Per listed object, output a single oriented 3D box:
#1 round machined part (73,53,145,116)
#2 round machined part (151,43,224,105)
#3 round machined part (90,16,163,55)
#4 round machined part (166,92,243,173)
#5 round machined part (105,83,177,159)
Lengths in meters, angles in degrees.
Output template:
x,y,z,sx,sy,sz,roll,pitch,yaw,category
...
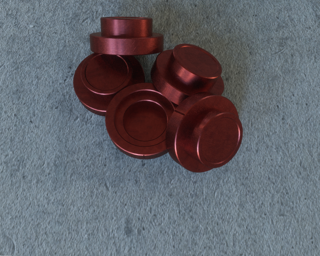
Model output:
x,y,z,sx,sy,sz,roll,pitch,yaw,category
-0.070,-0.068,0.425,0.099,0.042,0.098,0,70,-1,round machined part
0.041,-0.073,0.404,0.099,0.042,0.098,15,44,-15,round machined part
-0.044,-0.126,0.415,0.099,0.098,0.042,1,112,0,round machined part
0.059,0.009,0.368,0.098,0.098,0.042,-41,35,-14,round machined part
-0.019,-0.006,0.402,0.099,0.042,0.098,0,70,-1,round machined part
